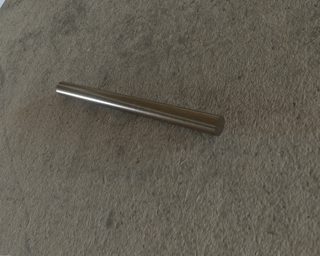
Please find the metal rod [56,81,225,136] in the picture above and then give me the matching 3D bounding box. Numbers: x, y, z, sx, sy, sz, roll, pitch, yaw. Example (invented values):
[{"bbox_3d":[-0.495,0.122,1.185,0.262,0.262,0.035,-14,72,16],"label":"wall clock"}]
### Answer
[{"bbox_3d":[-0.049,-0.035,0.452,0.300,0.025,0.025,15,70,34],"label":"metal rod"}]
